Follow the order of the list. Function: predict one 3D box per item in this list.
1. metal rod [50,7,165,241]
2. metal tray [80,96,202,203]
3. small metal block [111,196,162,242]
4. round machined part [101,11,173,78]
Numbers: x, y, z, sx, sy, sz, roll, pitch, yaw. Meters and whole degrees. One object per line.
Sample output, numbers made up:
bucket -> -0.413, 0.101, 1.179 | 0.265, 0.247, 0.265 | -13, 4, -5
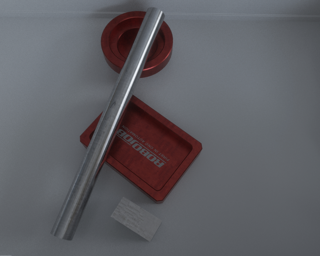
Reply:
metal rod -> -0.057, -0.016, 0.377 | 0.025, 0.025, 0.299 | 19, 76, 6
metal tray -> -0.024, 0.023, 0.398 | 0.130, 0.030, 0.090 | 36, 74, 12
small metal block -> -0.026, 0.106, 0.357 | 0.050, 0.050, 0.025 | 30, 73, 10
round machined part -> -0.031, -0.114, 0.442 | 0.099, 0.042, 0.098 | 0, 70, -1
